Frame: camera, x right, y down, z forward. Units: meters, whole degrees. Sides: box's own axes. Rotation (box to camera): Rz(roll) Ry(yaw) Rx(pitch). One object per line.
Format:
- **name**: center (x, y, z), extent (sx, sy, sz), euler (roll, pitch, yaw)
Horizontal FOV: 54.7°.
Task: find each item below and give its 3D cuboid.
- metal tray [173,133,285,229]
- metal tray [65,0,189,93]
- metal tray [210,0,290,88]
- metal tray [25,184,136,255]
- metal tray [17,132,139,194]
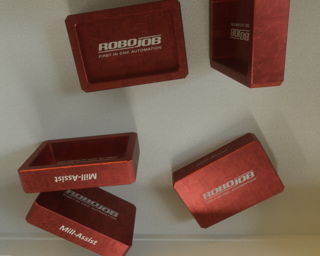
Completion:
- **metal tray**: center (0.094, 0.076, 0.437), extent (0.130, 0.030, 0.090), euler (-29, 108, 10)
- **metal tray**: center (-0.036, -0.098, 0.372), extent (0.131, 0.030, 0.089), euler (-8, 110, 3)
- **metal tray**: center (0.084, -0.099, 0.318), extent (0.030, 0.130, 0.089), euler (-6, 110, -6)
- **metal tray**: center (-0.099, 0.114, 0.417), extent (0.131, 0.090, 0.030), euler (29, 108, -10)
- **metal tray**: center (-0.094, 0.040, 0.390), extent (0.131, 0.090, 0.030), euler (-5, 110, 2)
